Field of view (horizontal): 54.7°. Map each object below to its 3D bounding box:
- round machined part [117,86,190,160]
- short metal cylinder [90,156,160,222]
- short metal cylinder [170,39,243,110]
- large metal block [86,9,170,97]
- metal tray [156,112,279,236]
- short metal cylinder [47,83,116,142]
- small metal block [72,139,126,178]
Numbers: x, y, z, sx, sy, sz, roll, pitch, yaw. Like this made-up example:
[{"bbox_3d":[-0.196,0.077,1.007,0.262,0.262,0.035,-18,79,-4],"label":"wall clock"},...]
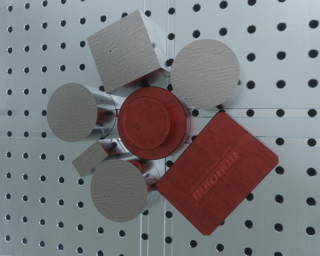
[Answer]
[{"bbox_3d":[-0.013,-0.006,0.407,0.098,0.042,0.097,0,90,20],"label":"round machined part"},{"bbox_3d":[-0.044,0.079,0.414,0.080,0.050,0.080,0,90,20],"label":"short metal cylinder"},{"bbox_3d":[0.059,-0.062,0.378,0.080,0.050,0.080,0,90,20],"label":"short metal cylinder"},{"bbox_3d":[-0.039,-0.096,0.413,0.080,0.050,0.080,-23,83,18],"label":"large metal block"},{"bbox_3d":[0.069,0.055,0.384,0.090,0.030,0.130,42,103,15],"label":"metal tray"},{"bbox_3d":[-0.110,-0.021,0.437,0.080,0.050,0.080,0,90,20],"label":"short metal cylinder"},{"bbox_3d":[-0.084,0.040,0.428,0.050,0.050,0.025,-39,78,16],"label":"small metal block"}]
